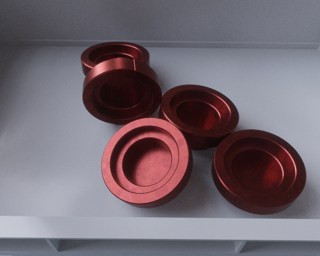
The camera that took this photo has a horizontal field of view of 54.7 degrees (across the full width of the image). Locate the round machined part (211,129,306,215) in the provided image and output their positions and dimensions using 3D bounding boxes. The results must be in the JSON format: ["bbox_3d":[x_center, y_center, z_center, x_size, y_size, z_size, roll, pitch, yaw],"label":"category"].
[{"bbox_3d":[0.107,0.052,0.350,0.099,0.042,0.098,1,51,-1],"label":"round machined part"}]

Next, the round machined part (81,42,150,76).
[{"bbox_3d":[-0.065,-0.089,0.460,0.099,0.042,0.098,1,38,-1],"label":"round machined part"}]

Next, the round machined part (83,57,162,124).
[{"bbox_3d":[-0.049,-0.052,0.400,0.099,0.097,0.042,-5,51,-5],"label":"round machined part"}]

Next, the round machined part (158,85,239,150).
[{"bbox_3d":[0.047,-0.010,0.396,0.099,0.042,0.098,6,43,-6],"label":"round machined part"}]

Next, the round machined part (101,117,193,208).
[{"bbox_3d":[-0.011,0.041,0.346,0.098,0.042,0.098,-7,63,14],"label":"round machined part"}]
